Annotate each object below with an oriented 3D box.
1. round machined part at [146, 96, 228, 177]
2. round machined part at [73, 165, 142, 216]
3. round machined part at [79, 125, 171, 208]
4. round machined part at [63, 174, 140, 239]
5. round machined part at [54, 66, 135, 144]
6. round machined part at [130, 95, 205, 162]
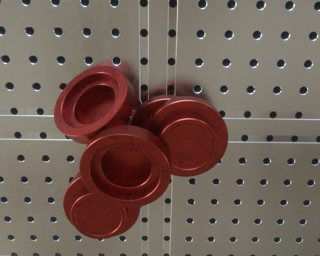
[{"bbox_3d":[0.031,0.015,0.364,0.099,0.042,0.097,0,110,0],"label":"round machined part"},{"bbox_3d":[-0.067,0.085,0.413,0.099,0.042,0.097,0,110,0],"label":"round machined part"},{"bbox_3d":[-0.036,0.039,0.350,0.098,0.042,0.097,1,118,2],"label":"round machined part"},{"bbox_3d":[-0.074,0.101,0.396,0.099,0.042,0.097,0,110,0],"label":"round machined part"},{"bbox_3d":[-0.074,-0.024,0.375,0.098,0.098,0.042,-26,143,9],"label":"round machined part"},{"bbox_3d":[0.010,0.011,0.386,0.099,0.042,0.097,0,110,0],"label":"round machined part"}]
